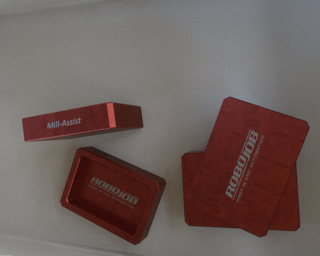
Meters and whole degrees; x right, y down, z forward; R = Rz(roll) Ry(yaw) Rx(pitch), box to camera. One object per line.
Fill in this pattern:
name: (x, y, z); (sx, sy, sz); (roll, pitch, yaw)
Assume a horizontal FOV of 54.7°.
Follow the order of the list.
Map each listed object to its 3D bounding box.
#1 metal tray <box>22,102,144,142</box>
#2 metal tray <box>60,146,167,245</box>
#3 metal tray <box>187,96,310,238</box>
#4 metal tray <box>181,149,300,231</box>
metal tray: (-0.099, -0.006, 0.409); (0.130, 0.090, 0.030); (-8, 87, 19)
metal tray: (-0.067, 0.090, 0.430); (0.130, 0.030, 0.089); (21, 97, 18)
metal tray: (0.095, 0.040, 0.342); (0.090, 0.030, 0.129); (21, 97, 18)
metal tray: (0.095, 0.072, 0.374); (0.130, 0.030, 0.089); (-3, 89, 19)
